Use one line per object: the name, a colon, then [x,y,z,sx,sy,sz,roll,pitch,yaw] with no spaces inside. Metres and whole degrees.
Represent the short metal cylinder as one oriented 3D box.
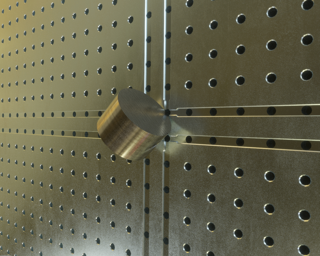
short metal cylinder: [-0.033,-0.005,0.398,0.050,0.081,0.080,-48,62,29]
